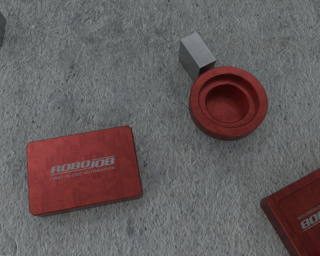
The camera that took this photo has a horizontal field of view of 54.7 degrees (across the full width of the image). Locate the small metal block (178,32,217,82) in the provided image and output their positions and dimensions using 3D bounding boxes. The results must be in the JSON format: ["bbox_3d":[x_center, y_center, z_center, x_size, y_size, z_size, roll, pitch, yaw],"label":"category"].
[{"bbox_3d":[0.050,-0.094,0.430,0.025,0.050,0.050,-28,73,-9],"label":"small metal block"}]

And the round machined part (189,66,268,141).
[{"bbox_3d":[0.087,-0.029,0.410,0.099,0.042,0.098,0,70,0],"label":"round machined part"}]

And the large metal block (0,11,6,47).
[{"bbox_3d":[-0.278,-0.156,0.434,0.081,0.080,0.050,-3,70,-1],"label":"large metal block"}]

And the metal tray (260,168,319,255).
[{"bbox_3d":[0.201,0.097,0.371,0.131,0.030,0.090,-25,72,-9],"label":"metal tray"}]

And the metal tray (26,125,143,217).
[{"bbox_3d":[-0.093,0.053,0.385,0.131,0.030,0.090,-10,70,-4],"label":"metal tray"}]
